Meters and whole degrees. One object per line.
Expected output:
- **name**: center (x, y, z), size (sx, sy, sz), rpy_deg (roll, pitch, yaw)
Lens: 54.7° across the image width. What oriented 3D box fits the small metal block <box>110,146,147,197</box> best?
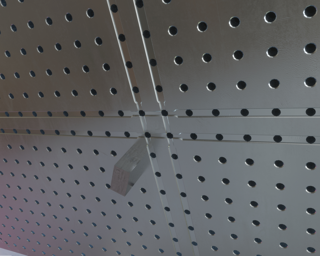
- **small metal block**: center (-0.047, 0.064, 0.457), size (0.025, 0.050, 0.050), rpy_deg (25, 127, 13)
